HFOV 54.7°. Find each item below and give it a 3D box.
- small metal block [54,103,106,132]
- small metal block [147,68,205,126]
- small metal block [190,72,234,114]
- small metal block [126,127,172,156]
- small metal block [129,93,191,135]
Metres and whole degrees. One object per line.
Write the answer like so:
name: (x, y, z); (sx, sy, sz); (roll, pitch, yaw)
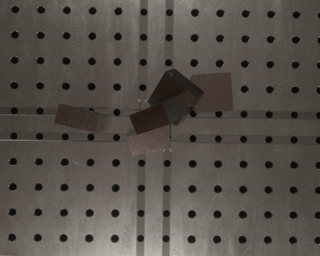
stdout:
small metal block: (-0.100, -0.012, 0.400); (0.050, 0.050, 0.025); (13, 90, -1)
small metal block: (0.020, -0.040, 0.397); (0.050, 0.025, 0.050); (41, 124, 12)
small metal block: (0.069, -0.046, 0.414); (0.050, 0.025, 0.050); (-4, 90, -1)
small metal block: (-0.014, 0.012, 0.399); (0.050, 0.050, 0.025); (-17, 99, 0)
small metal block: (0.000, -0.017, 0.371); (0.050, 0.050, 0.025); (-18, 98, 36)
